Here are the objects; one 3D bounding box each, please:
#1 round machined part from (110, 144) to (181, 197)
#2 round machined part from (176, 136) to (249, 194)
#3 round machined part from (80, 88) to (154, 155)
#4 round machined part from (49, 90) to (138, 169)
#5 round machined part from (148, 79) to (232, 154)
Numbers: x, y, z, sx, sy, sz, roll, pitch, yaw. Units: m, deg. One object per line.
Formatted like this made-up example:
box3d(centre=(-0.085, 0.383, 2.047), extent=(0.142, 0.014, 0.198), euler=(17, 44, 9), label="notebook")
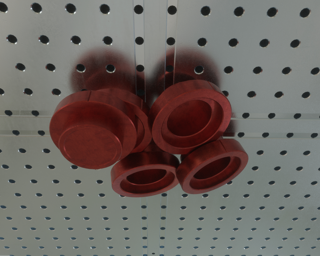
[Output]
box3d(centre=(-0.020, 0.058, 0.438), extent=(0.099, 0.042, 0.098), euler=(-8, 145, -6), label="round machined part")
box3d(centre=(0.067, 0.046, 0.425), extent=(0.099, 0.042, 0.097), euler=(-17, 143, -13), label="round machined part")
box3d(centre=(-0.057, -0.010, 0.391), extent=(0.099, 0.042, 0.097), euler=(-1, 130, 0), label="round machined part")
box3d(centre=(-0.075, 0.009, 0.351), extent=(0.099, 0.042, 0.097), euler=(-1, 130, 0), label="round machined part")
box3d(centre=(0.032, -0.017, 0.375), extent=(0.099, 0.042, 0.097), euler=(-11, 133, -12), label="round machined part")
